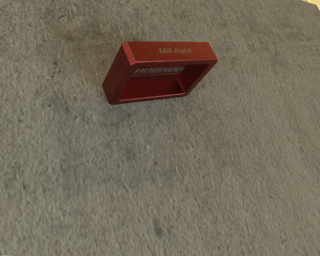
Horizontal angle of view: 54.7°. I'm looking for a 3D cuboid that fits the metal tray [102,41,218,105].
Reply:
[{"bbox_3d":[0.000,-0.072,0.407,0.131,0.090,0.030,-10,67,-33],"label":"metal tray"}]
